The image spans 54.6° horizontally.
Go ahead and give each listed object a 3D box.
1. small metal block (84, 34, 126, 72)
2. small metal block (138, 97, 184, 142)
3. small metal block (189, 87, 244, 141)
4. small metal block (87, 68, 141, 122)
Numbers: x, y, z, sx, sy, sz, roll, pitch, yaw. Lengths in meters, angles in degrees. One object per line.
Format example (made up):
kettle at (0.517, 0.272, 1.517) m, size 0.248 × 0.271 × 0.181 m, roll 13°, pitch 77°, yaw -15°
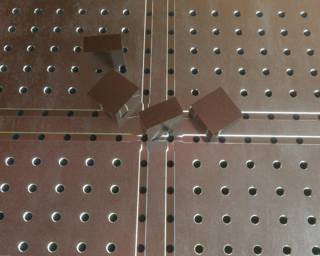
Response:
small metal block at (-0.076, -0.105, 0.437) m, size 0.050 × 0.050 × 0.025 m, roll -5°, pitch 70°, yaw -2°
small metal block at (0.002, -0.010, 0.402) m, size 0.050 × 0.050 × 0.025 m, roll -24°, pitch 72°, yaw -8°
small metal block at (0.075, -0.019, 0.419) m, size 0.050 × 0.025 × 0.050 m, roll -32°, pitch 73°, yaw -11°
small metal block at (-0.063, -0.046, 0.428) m, size 0.050 × 0.025 × 0.050 m, roll 36°, pitch 74°, yaw 12°
